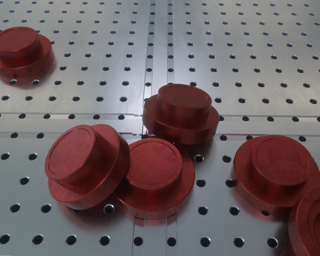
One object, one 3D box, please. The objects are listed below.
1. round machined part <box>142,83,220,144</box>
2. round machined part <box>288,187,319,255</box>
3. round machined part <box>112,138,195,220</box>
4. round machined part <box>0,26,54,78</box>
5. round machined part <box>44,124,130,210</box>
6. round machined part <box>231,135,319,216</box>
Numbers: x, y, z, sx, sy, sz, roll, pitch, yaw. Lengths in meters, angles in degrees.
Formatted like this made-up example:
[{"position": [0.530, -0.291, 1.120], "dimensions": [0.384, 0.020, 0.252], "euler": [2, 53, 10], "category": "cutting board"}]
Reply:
[{"position": [0.029, -0.024, 0.397], "dimensions": [0.099, 0.042, 0.098], "euler": [8, 31, -4], "category": "round machined part"}, {"position": [0.175, 0.108, 0.303], "dimensions": [0.099, 0.042, 0.098], "euler": [2, 54, -2], "category": "round machined part"}, {"position": [-0.009, 0.050, 0.355], "dimensions": [0.099, 0.042, 0.098], "euler": [0, 50, 0], "category": "round machined part"}, {"position": [-0.228, -0.129, 0.504], "dimensions": [0.099, 0.042, 0.098], "euler": [0, 50, 0], "category": "round machined part"}, {"position": [-0.086, 0.035, 0.340], "dimensions": [0.098, 0.042, 0.098], "euler": [-19, 46, 22], "category": "round machined part"}, {"position": [0.135, 0.047, 0.358], "dimensions": [0.099, 0.042, 0.098], "euler": [0, 50, 0], "category": "round machined part"}]
